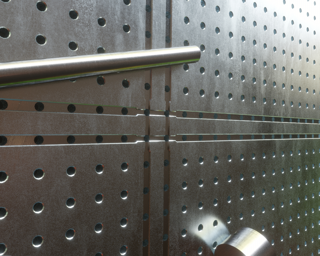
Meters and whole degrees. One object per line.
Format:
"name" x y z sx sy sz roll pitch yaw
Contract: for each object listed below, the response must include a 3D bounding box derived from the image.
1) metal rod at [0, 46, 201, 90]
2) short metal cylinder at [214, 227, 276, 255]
"metal rod" -0.063 -0.073 0.355 0.302 0.025 0.025 -17 101 -39
"short metal cylinder" 0.133 0.204 0.485 0.050 0.080 0.080 -24 105 -38
